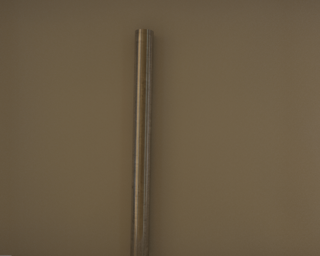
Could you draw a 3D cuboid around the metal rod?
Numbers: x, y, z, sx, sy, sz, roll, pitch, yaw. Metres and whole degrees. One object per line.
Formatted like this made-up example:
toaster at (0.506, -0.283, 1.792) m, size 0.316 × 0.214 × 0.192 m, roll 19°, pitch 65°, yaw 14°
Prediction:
metal rod at (-0.024, 0.021, 0.411) m, size 0.025 × 0.025 × 0.298 m, roll 1°, pitch 90°, yaw -1°
